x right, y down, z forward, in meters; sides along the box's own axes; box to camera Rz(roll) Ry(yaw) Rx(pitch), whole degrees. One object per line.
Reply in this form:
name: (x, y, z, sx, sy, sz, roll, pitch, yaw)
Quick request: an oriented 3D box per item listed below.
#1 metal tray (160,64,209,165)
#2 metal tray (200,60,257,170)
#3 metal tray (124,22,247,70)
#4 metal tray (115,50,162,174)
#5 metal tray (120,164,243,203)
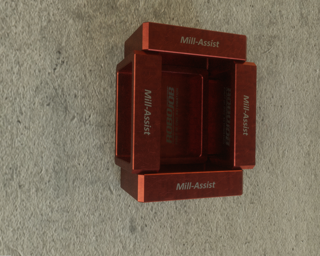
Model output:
metal tray: (0.018, -0.017, 0.415, 0.091, 0.030, 0.129, 1, 90, -21)
metal tray: (0.086, -0.015, 0.408, 0.030, 0.090, 0.129, 1, 90, -20)
metal tray: (0.029, -0.096, 0.387, 0.131, 0.090, 0.030, 1, 90, -20)
metal tray: (-0.028, -0.017, 0.365, 0.030, 0.090, 0.129, 1, 90, -20)
metal tray: (0.024, 0.064, 0.385, 0.131, 0.090, 0.030, 1, 90, -20)
